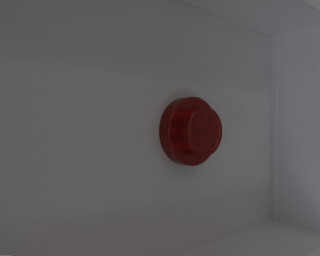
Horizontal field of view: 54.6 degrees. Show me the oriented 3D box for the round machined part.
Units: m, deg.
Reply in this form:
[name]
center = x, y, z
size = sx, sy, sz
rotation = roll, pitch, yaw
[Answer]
[round machined part]
center = 0.050, 0.005, 0.436
size = 0.099, 0.042, 0.097
rotation = 0, 90, -40
